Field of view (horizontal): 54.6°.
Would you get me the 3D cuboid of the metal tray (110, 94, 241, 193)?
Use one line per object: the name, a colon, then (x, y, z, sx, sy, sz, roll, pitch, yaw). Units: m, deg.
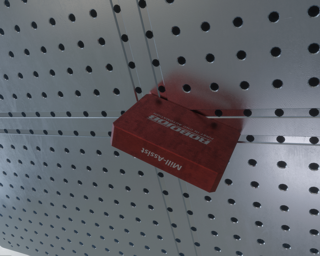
metal tray: (0.020, 0.012, 0.366, 0.130, 0.090, 0.030, 24, 127, 13)
